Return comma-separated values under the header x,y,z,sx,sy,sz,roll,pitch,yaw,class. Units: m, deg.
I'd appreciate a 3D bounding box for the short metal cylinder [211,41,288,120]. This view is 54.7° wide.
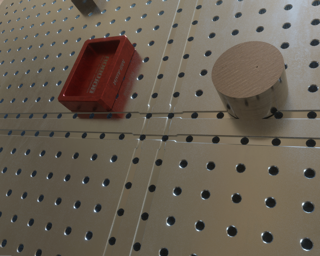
x,y,z,sx,sy,sz,roll,pitch,yaw,class
0.108,-0.056,0.369,0.080,0.050,0.080,-13,56,21,short metal cylinder

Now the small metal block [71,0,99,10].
x,y,z,sx,sy,sz,roll,pitch,yaw,class
-0.156,-0.286,0.663,0.050,0.025,0.050,-1,61,27,small metal block

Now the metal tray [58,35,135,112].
x,y,z,sx,sy,sz,roll,pitch,yaw,class
-0.104,-0.091,0.513,0.090,0.030,0.130,3,63,29,metal tray
